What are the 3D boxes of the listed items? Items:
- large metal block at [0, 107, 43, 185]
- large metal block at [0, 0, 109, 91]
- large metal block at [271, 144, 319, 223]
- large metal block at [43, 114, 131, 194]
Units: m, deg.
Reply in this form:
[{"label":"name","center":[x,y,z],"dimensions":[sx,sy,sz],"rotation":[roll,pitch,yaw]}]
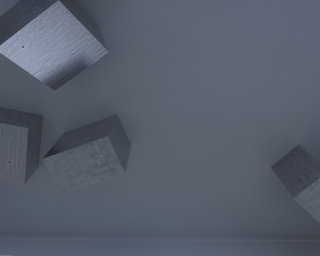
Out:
[{"label":"large metal block","center":[-0.205,0.020,0.404],"dimensions":[0.081,0.050,0.079],"rotation":[11,110,-4]},{"label":"large metal block","center":[-0.117,-0.100,0.340],"dimensions":[0.080,0.050,0.080],"rotation":[-32,144,11]},{"label":"large metal block","center":[0.207,0.080,0.413],"dimensions":[0.080,0.080,0.050],"rotation":[42,105,-14]},{"label":"large metal block","center":[-0.087,0.030,0.392],"dimensions":[0.080,0.080,0.050],"rotation":[-19,109,7]}]
